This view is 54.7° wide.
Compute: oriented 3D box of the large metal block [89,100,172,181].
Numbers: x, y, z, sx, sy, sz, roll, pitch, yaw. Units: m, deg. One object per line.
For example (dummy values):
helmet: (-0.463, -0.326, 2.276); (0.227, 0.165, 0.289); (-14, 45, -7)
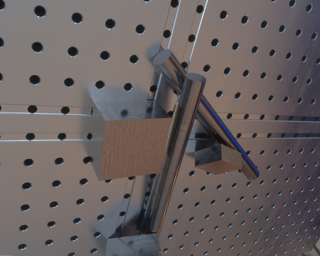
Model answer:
large metal block: (-0.039, 0.013, 0.382); (0.081, 0.050, 0.079); (-3, 120, -27)

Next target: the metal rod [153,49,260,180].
metal rod: (0.084, 0.000, 0.456); (0.025, 0.025, 0.300); (-43, 129, 2)

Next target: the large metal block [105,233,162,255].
large metal block: (-0.038, 0.217, 0.491); (0.080, 0.050, 0.079); (-7, 125, 1)

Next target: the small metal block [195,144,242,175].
small metal block: (0.089, 0.049, 0.472); (0.050, 0.025, 0.050); (24, 147, -37)

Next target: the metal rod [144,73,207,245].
metal rod: (0.013, 0.064, 0.439); (0.025, 0.025, 0.298); (-5, 126, -26)
